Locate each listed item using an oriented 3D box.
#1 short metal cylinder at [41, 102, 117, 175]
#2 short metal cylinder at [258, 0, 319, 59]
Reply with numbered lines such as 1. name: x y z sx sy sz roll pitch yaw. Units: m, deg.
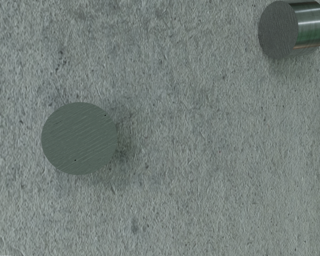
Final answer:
1. short metal cylinder: -0.095 0.011 0.361 0.081 0.050 0.080 0 90 -20
2. short metal cylinder: 0.189 -0.143 0.449 0.050 0.080 0.080 -12 94 -20
